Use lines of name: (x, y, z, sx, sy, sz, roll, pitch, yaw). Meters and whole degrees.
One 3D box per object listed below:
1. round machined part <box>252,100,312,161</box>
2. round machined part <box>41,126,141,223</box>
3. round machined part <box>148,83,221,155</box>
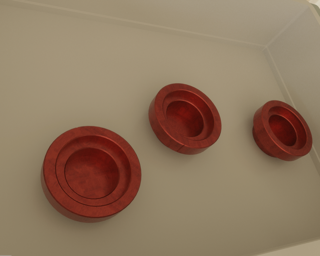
round machined part: (0.187, 0.008, 0.490, 0.099, 0.042, 0.098, 14, 56, -21)
round machined part: (-0.073, 0.050, 0.325, 0.099, 0.042, 0.098, 14, 56, -21)
round machined part: (0.029, -0.008, 0.415, 0.099, 0.042, 0.098, 14, 56, -21)
